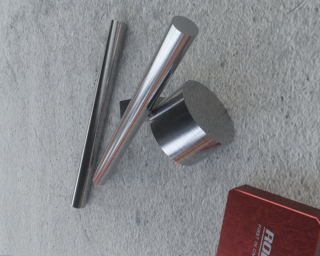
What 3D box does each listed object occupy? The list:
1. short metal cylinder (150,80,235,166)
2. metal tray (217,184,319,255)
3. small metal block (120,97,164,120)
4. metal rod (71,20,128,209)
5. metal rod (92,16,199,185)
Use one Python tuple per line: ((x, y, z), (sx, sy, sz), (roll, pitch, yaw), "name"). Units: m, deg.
((0.036, -0.005, 0.338), (0.050, 0.081, 0.080), (-37, 67, 33), "short metal cylinder")
((0.106, 0.133, 0.314), (0.090, 0.030, 0.129), (15, 99, 38), "metal tray")
((-0.016, -0.024, 0.400), (0.050, 0.050, 0.025), (-6, 86, 39), "small metal block")
((-0.097, -0.014, 0.482), (0.025, 0.025, 0.298), (24, 105, 37), "metal rod")
((-0.036, -0.004, 0.370), (0.025, 0.025, 0.298), (61, 143, 22), "metal rod")
